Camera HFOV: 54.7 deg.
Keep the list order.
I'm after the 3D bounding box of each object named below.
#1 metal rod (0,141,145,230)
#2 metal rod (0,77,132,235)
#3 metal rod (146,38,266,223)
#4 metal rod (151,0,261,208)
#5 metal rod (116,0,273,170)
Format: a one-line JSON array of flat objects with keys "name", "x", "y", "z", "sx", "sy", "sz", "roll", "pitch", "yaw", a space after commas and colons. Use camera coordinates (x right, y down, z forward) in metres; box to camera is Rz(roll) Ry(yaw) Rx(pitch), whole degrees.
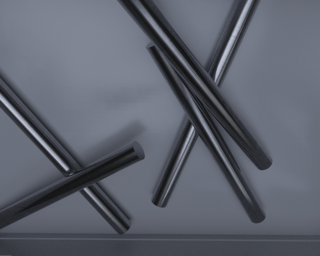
[{"name": "metal rod", "x": -0.152, "y": 0.093, "z": 0.421, "sx": 0.300, "sy": 0.025, "sz": 0.025, "roll": -27, "pitch": 108, "yaw": 18}, {"name": "metal rod", "x": -0.140, "y": 0.037, "z": 0.423, "sx": 0.025, "sy": 0.025, "sz": 0.300, "roll": -34, "pitch": 107, "yaw": 11}, {"name": "metal rod", "x": 0.070, "y": 0.020, "z": 0.396, "sx": 0.025, "sy": 0.025, "sz": 0.299, "roll": -29, "pitch": 116, "yaw": 10}, {"name": "metal rod", "x": 0.052, "y": -0.023, "z": 0.403, "sx": 0.025, "sy": 0.025, "sz": 0.298, "roll": 20, "pitch": 109, "yaw": -7}, {"name": "metal rod", "x": 0.055, "y": -0.039, "z": 0.349, "sx": 0.025, "sy": 0.025, "sz": 0.300, "roll": -37, "pitch": 124, "yaw": 13}]
